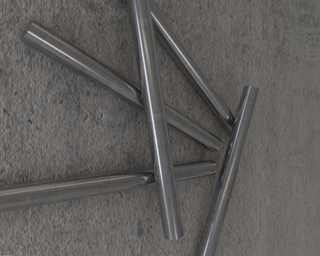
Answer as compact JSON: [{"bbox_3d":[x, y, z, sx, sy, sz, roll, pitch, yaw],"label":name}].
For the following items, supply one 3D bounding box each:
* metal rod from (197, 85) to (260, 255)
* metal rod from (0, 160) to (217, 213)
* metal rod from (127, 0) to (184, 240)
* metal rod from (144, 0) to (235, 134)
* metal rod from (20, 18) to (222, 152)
[{"bbox_3d":[0.100,0.081,0.467,0.025,0.025,0.299,21,83,-38],"label":"metal rod"},{"bbox_3d":[-0.040,0.062,0.371,0.302,0.025,0.025,-1,91,-40],"label":"metal rod"},{"bbox_3d":[-0.005,-0.013,0.366,0.025,0.025,0.298,-15,99,-39],"label":"metal rod"},{"bbox_3d":[0.042,-0.087,0.439,0.300,0.025,0.025,48,62,-30],"label":"metal rod"},{"bbox_3d":[-0.022,-0.035,0.385,0.301,0.025,0.025,30,72,-36],"label":"metal rod"}]
